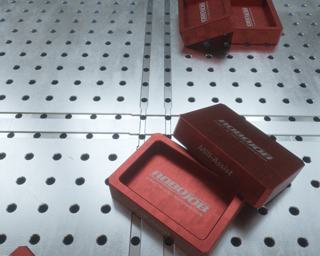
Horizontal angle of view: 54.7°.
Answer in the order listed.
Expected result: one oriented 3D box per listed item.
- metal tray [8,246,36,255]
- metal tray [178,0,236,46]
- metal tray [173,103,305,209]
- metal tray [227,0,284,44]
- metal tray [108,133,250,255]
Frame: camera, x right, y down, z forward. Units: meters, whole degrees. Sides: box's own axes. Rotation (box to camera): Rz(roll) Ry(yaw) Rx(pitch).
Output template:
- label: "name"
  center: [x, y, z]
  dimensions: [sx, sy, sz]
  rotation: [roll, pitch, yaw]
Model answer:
- label: "metal tray"
  center: [-0.109, 0.176, 0.255]
  dimensions: [0.130, 0.030, 0.090]
  rotation: [34, 57, 24]
- label: "metal tray"
  center: [0.081, -0.211, 0.562]
  dimensions: [0.090, 0.030, 0.130]
  rotation: [-13, 48, 16]
- label: "metal tray"
  center: [0.091, 0.024, 0.364]
  dimensions: [0.091, 0.030, 0.130]
  rotation: [-17, 49, -43]
- label: "metal tray"
  center: [0.169, -0.208, 0.581]
  dimensions: [0.091, 0.030, 0.130]
  rotation: [1, 50, 1]
- label: "metal tray"
  center: [0.019, 0.070, 0.345]
  dimensions: [0.130, 0.030, 0.090]
  rotation: [31, 56, 23]
